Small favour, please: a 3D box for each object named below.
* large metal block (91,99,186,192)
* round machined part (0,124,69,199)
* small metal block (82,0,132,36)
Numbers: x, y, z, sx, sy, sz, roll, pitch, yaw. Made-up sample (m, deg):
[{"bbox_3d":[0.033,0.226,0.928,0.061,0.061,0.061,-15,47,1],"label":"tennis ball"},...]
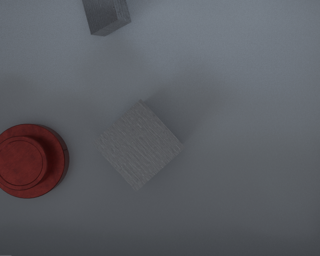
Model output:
[{"bbox_3d":[-0.026,0.021,0.399,0.080,0.050,0.080,-42,91,0],"label":"large metal block"},{"bbox_3d":[-0.172,0.043,0.401,0.099,0.042,0.097,0,90,-1],"label":"round machined part"},{"bbox_3d":[-0.069,-0.152,0.398,0.050,0.025,0.050,-14,91,36],"label":"small metal block"}]
